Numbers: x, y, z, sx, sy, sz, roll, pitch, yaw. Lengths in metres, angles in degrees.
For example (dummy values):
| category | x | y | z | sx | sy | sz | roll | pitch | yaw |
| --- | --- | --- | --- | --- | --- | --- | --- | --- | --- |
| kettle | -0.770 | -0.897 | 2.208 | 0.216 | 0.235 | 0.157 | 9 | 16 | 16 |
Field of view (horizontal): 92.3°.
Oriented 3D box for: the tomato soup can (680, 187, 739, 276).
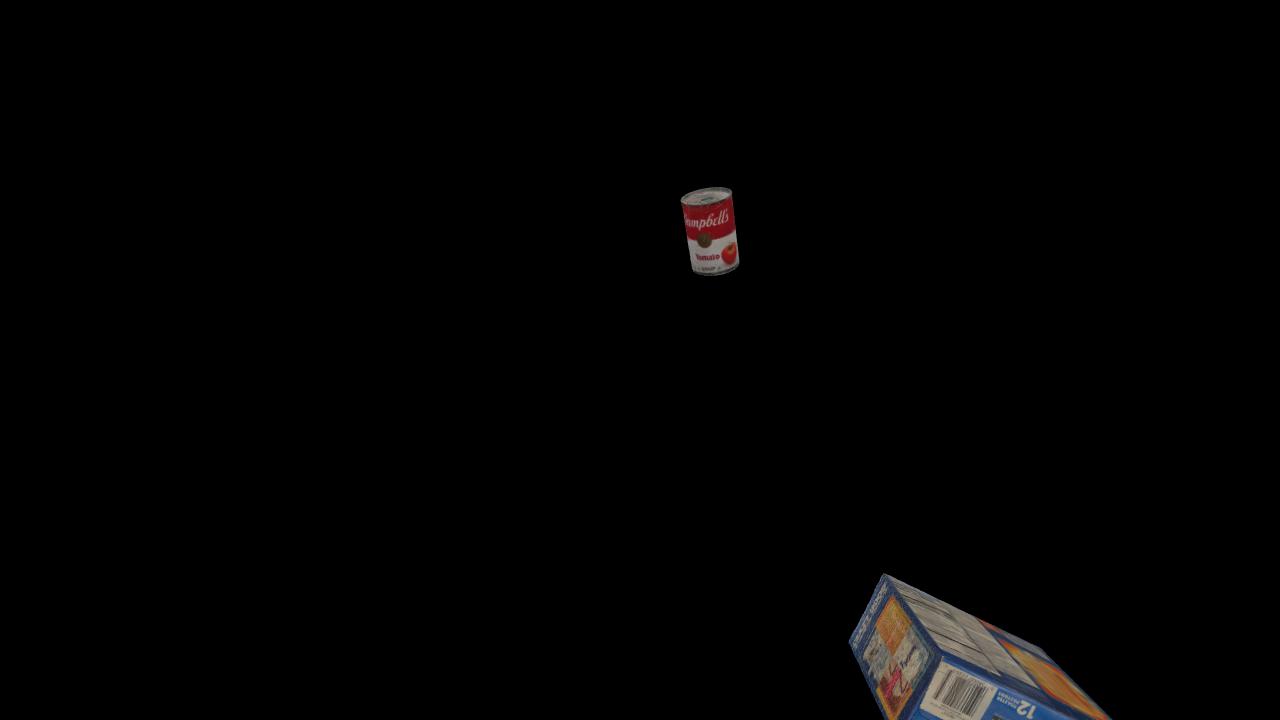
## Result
| category | x | y | z | sx | sy | sz | roll | pitch | yaw |
| --- | --- | --- | --- | --- | --- | --- | --- | --- | --- |
| tomato soup can | 0.095 | -0.171 | 0.822 | 0.068 | 0.101 | 0.068 | -9 | 31 | 6 |

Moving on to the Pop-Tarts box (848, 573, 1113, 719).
| category | x | y | z | sx | sy | sz | roll | pitch | yaw |
| --- | --- | --- | --- | --- | --- | --- | --- | --- | --- |
| Pop-Tarts box | 0.284 | 0.280 | 0.518 | 0.167 | 0.083 | 0.141 | 26 | 8 | 1 |
